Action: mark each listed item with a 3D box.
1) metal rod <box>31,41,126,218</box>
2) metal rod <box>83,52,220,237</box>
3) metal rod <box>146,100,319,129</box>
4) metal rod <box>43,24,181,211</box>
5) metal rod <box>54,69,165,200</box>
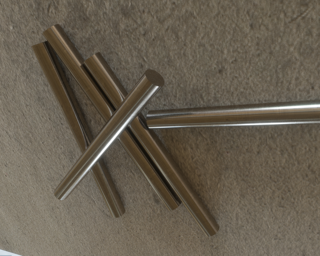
[{"bbox_3d":[-0.117,0.015,0.475,0.025,0.025,0.298,-5,116,30],"label":"metal rod"},{"bbox_3d":[-0.005,0.031,0.427,0.025,0.025,0.299,-25,105,36],"label":"metal rod"},{"bbox_3d":[0.121,-0.015,0.333,0.300,0.025,0.025,-2,118,28],"label":"metal rod"},{"bbox_3d":[-0.059,-0.006,0.432,0.025,0.025,0.299,-24,106,36],"label":"metal rod"},{"bbox_3d":[-0.087,0.028,0.434,0.025,0.025,0.298,43,129,-2],"label":"metal rod"}]
